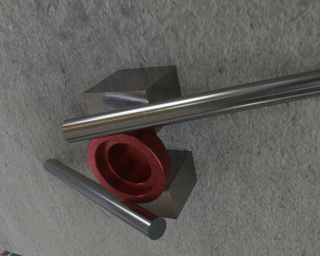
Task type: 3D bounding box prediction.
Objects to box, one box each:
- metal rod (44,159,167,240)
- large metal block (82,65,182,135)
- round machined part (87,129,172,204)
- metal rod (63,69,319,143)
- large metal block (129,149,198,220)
[{"bbox_3d":[-0.099,0.087,0.440,0.300,0.025,0.025,12,127,49],"label":"metal rod"},{"bbox_3d":[-0.028,-0.035,0.365,0.080,0.080,0.050,1,119,27],"label":"large metal block"},{"bbox_3d":[-0.031,0.036,0.358,0.098,0.042,0.097,13,124,20],"label":"round machined part"},{"bbox_3d":[0.053,-0.024,0.295,0.301,0.025,0.025,-11,115,8],"label":"metal rod"},{"bbox_3d":[-0.004,0.070,0.417,0.080,0.080,0.050,1,119,27],"label":"large metal block"}]
